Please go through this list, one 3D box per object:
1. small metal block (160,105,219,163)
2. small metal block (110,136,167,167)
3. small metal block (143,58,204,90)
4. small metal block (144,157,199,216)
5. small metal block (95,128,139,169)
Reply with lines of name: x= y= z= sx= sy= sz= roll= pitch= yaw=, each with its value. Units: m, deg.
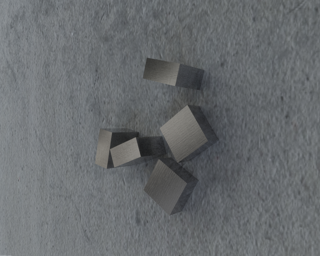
small metal block: x=0.035 y=0.007 z=0.375 sx=0.050 sy=0.025 sz=0.050 roll=-41 pitch=66 yaw=32
small metal block: x=-0.028 y=0.031 z=0.410 sx=0.050 sy=0.050 sz=0.025 roll=-25 pitch=75 yaw=37
small metal block: x=0.017 y=-0.065 z=0.373 sx=0.050 sy=0.050 sz=0.025 roll=20 pitch=103 yaw=38
small metal block: x=0.013 y=0.073 z=0.392 sx=0.050 sy=0.025 sz=0.050 roll=38 pitch=113 yaw=33
small metal block: x=-0.060 y=0.027 z=0.436 sx=0.025 sy=0.050 sz=0.050 roll=16 pitch=100 yaw=38
